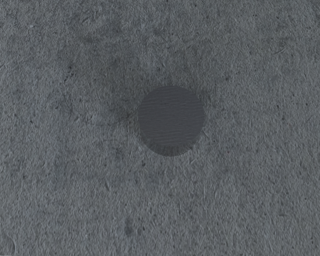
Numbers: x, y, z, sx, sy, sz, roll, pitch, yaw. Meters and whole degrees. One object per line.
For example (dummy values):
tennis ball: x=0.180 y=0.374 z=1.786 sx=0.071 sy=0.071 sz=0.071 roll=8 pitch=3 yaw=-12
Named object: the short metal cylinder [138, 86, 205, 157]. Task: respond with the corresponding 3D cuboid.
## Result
short metal cylinder: x=0.014 y=-0.008 z=0.399 sx=0.081 sy=0.050 sz=0.080 roll=0 pitch=70 yaw=0
